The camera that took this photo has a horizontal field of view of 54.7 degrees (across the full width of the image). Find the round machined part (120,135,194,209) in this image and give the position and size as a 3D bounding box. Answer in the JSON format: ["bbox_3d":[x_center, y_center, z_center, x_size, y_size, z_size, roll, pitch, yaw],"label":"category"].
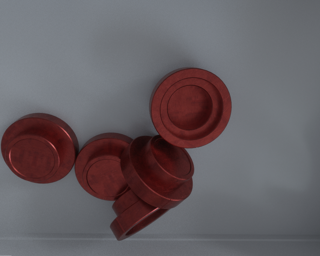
[{"bbox_3d":[0.004,0.047,0.386,0.098,0.098,0.042,35,121,-12],"label":"round machined part"}]

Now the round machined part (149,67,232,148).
[{"bbox_3d":[0.035,-0.027,0.388,0.099,0.042,0.097,-2,105,-8],"label":"round machined part"}]

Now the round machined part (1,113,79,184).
[{"bbox_3d":[-0.162,0.032,0.412,0.099,0.042,0.097,0,110,-1],"label":"round machined part"}]

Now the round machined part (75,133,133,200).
[{"bbox_3d":[-0.067,0.059,0.423,0.099,0.042,0.097,0,110,-1],"label":"round machined part"}]

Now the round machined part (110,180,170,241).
[{"bbox_3d":[-0.026,0.107,0.422,0.098,0.098,0.042,-41,70,13],"label":"round machined part"}]
